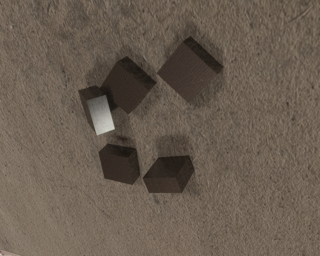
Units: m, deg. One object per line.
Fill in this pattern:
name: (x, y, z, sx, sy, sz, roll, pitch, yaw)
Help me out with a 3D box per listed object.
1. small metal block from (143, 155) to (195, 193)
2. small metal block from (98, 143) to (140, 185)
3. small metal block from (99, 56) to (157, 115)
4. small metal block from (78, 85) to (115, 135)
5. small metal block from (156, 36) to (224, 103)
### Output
small metal block: (0.013, 0.063, 0.422, 0.050, 0.050, 0.025, -7, 115, 31)
small metal block: (-0.061, 0.055, 0.471, 0.050, 0.025, 0.050, 8, 122, 23)
small metal block: (-0.041, -0.054, 0.394, 0.050, 0.025, 0.050, 42, 129, -1)
small metal block: (-0.086, -0.025, 0.418, 0.050, 0.025, 0.050, 39, 145, 56)
small metal block: (0.033, -0.065, 0.348, 0.050, 0.025, 0.050, 43, 129, -2)
